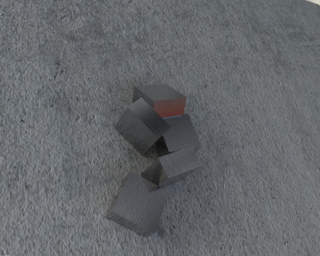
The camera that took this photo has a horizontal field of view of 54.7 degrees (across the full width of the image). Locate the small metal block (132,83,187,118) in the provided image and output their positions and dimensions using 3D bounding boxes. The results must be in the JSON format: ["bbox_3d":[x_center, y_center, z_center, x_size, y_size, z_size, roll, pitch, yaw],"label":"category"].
[{"bbox_3d":[-0.002,-0.037,0.410,0.050,0.025,0.050,-10,33,-32],"label":"small metal block"}]

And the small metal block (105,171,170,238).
[{"bbox_3d":[-0.024,0.084,0.340,0.050,0.025,0.050,31,52,-9],"label":"small metal block"}]

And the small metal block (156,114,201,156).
[{"bbox_3d":[0.019,0.011,0.407,0.050,0.025,0.050,-6,65,-31],"label":"small metal block"}]

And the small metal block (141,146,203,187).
[{"bbox_3d":[0.013,0.049,0.364,0.050,0.050,0.025,-15,69,-34],"label":"small metal block"}]

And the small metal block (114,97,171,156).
[{"bbox_3d":[-0.022,-0.001,0.376,0.050,0.050,0.025,45,51,3],"label":"small metal block"}]
